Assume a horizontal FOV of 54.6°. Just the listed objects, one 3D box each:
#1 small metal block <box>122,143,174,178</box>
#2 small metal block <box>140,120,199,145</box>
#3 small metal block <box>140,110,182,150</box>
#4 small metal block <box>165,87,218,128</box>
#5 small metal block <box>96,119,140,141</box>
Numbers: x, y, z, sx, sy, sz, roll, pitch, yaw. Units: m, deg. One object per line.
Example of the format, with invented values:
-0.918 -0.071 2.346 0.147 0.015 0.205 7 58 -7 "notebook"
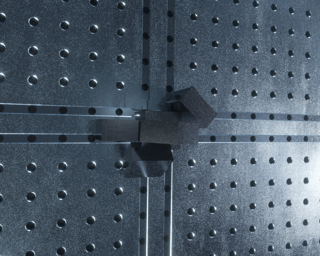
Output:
-0.017 0.041 0.390 0.050 0.050 0.025 1 58 -20 "small metal block"
0.012 0.005 0.366 0.050 0.050 0.025 3 89 -57 "small metal block"
0.000 0.003 0.412 0.050 0.025 0.050 2 89 -21 "small metal block"
0.041 -0.026 0.414 0.050 0.050 0.025 45 76 -15 "small metal block"
-0.050 0.003 0.380 0.050 0.050 0.025 2 90 -19 "small metal block"
